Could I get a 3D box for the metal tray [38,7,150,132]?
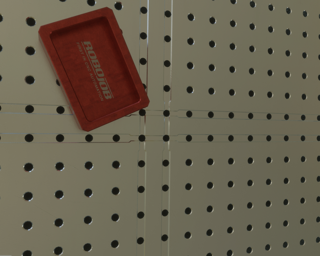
[{"bbox_3d":[-0.079,-0.071,0.381,0.091,0.030,0.129,-25,99,-19],"label":"metal tray"}]
